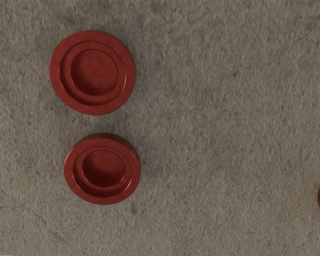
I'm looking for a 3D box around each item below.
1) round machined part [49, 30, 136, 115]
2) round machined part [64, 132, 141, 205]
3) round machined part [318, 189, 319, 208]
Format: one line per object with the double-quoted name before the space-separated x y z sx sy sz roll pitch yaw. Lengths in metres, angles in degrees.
"round machined part" -0.078 -0.068 0.375 0.099 0.042 0.097 0 110 -1
"round machined part" -0.075 0.051 0.419 0.099 0.042 0.097 0 110 -1
"round machined part" 0.286 0.105 0.444 0.099 0.042 0.097 0 110 -1
